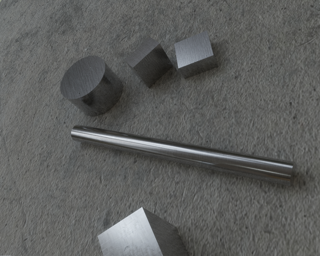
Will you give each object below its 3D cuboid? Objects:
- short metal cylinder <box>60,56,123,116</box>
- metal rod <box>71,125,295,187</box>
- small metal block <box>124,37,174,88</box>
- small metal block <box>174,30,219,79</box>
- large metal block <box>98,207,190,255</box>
[{"bbox_3d":[-0.106,-0.065,0.481,0.080,0.050,0.080,-13,56,20],"label":"short metal cylinder"},{"bbox_3d":[0.004,0.027,0.383,0.300,0.025,0.025,9,66,31],"label":"metal rod"},{"bbox_3d":[-0.015,-0.095,0.453,0.050,0.050,0.025,-43,51,-2],"label":"small metal block"},{"bbox_3d":[0.051,-0.104,0.440,0.050,0.025,0.050,-18,55,17],"label":"small metal block"},{"bbox_3d":[-0.004,0.131,0.289,0.050,0.080,0.080,-35,52,5],"label":"large metal block"}]
